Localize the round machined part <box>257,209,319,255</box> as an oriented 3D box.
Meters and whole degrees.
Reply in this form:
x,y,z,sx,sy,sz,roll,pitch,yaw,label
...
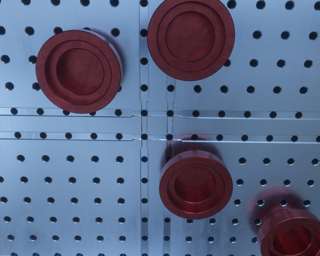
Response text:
x,y,z,sx,sy,sz,roll,pitch,yaw,label
0.194,0.162,0.465,0.099,0.042,0.097,0,110,0,round machined part

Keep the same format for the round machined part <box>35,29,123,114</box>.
x,y,z,sx,sy,sz,roll,pitch,yaw,label
-0.095,-0.070,0.378,0.099,0.042,0.097,0,110,0,round machined part

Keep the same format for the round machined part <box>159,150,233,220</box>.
x,y,z,sx,sy,sz,roll,pitch,yaw,label
0.048,0.075,0.432,0.099,0.042,0.097,0,110,0,round machined part

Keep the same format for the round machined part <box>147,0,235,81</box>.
x,y,z,sx,sy,sz,roll,pitch,yaw,label
0.035,-0.107,0.365,0.099,0.042,0.097,0,110,0,round machined part
